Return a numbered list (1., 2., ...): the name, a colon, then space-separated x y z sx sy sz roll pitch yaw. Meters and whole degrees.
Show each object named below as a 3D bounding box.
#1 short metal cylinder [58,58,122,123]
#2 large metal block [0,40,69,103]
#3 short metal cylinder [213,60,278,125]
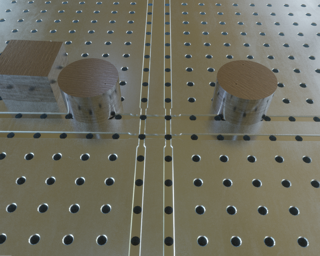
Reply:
1. short metal cylinder: -0.096 -0.053 0.435 0.081 0.050 0.080 0 50 0
2. large metal block: -0.189 -0.086 0.461 0.080 0.050 0.080 3 50 2
3. short metal cylinder: 0.117 -0.050 0.435 0.081 0.050 0.080 0 50 0
